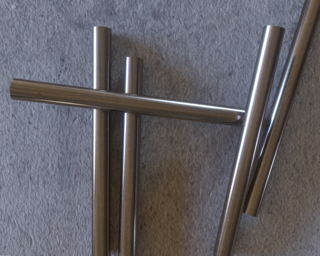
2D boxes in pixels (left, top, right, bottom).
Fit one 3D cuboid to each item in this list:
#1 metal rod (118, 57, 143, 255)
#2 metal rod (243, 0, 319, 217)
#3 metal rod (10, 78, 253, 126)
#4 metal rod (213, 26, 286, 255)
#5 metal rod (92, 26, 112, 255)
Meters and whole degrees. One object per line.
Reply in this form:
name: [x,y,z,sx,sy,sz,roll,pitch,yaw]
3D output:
metal rod: [-0.039,0.058,0.409,0.025,0.025,0.298,2,90,-1]
metal rod: [0.162,-0.029,0.412,0.025,0.025,0.298,18,90,-1]
metal rod: [-0.022,-0.029,0.385,0.302,0.025,0.025,6,90,-10]
metal rod: [0.109,0.026,0.390,0.025,0.025,0.298,10,98,-1]
metal rod: [-0.077,0.019,0.408,0.025,0.025,0.298,0,90,-1]
